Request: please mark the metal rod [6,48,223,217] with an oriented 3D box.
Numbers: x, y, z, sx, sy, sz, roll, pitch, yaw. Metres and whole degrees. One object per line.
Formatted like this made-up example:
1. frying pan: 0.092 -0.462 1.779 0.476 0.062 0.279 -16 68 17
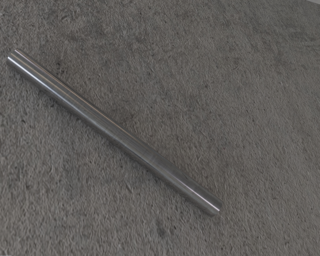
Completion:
1. metal rod: -0.051 0.008 0.370 0.300 0.025 0.025 37 51 -3
